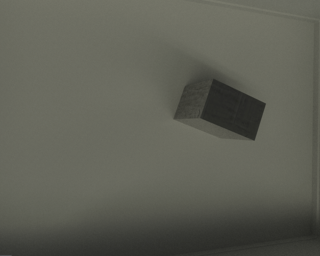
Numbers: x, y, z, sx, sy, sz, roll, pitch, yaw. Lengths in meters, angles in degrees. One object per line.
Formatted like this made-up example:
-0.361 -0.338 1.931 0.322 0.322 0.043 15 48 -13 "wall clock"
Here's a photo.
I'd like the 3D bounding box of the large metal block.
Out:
0.076 -0.021 0.411 0.080 0.080 0.050 21 83 -19 "large metal block"
